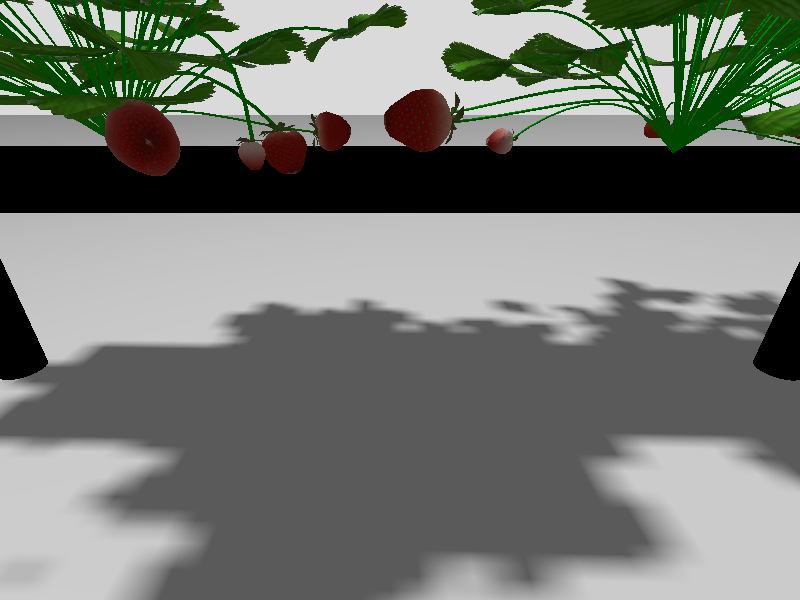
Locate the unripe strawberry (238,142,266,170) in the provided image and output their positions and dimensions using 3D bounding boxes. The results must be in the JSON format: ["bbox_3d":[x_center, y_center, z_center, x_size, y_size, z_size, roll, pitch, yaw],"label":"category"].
[{"bbox_3d":[-0.078,-0.076,0.212,0.015,0.015,0.014,21,33,36],"label":"unripe strawberry"}]

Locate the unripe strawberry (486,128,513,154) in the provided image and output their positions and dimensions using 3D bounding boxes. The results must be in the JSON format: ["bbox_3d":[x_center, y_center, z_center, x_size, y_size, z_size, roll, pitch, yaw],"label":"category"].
[{"bbox_3d":[0.076,-0.121,0.306,0.019,0.019,0.021,-6,27,-6],"label":"unripe strawberry"}]

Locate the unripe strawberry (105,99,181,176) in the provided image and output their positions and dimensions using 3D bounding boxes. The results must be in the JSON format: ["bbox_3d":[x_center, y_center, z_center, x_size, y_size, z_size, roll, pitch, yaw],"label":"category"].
[{"bbox_3d":[-0.133,-0.083,0.208,0.033,0.038,0.036,-18,32,-32],"label":"unripe strawberry"}]

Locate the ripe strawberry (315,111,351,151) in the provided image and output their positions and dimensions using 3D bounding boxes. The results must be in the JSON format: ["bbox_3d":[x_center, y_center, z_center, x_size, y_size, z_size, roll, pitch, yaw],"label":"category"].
[{"bbox_3d":[-0.055,-0.139,0.330,0.029,0.030,0.026,-1,26,-3],"label":"ripe strawberry"}]

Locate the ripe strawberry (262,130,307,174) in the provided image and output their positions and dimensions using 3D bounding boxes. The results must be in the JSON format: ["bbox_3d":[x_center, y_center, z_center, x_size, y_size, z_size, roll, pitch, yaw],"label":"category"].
[{"bbox_3d":[-0.064,-0.082,0.224,0.023,0.023,0.025,-9,15,40],"label":"ripe strawberry"}]

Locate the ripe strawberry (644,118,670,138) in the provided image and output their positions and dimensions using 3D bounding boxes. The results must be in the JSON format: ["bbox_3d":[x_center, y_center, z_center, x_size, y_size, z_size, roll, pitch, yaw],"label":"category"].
[{"bbox_3d":[0.287,-0.192,0.448,0.025,0.021,0.025,11,18,22],"label":"ripe strawberry"}]

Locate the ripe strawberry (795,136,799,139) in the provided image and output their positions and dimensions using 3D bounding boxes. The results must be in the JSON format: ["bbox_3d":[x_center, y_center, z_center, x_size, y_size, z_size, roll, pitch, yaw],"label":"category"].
[{"bbox_3d":[0.438,-0.188,0.414,0.050,0.043,0.050,-12,28,-24],"label":"ripe strawberry"}]

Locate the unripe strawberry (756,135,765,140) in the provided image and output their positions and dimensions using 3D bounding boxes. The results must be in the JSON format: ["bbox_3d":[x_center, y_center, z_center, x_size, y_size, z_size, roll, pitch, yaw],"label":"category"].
[{"bbox_3d":[0.348,-0.159,0.385,0.010,0.010,0.009,-13,29,-25],"label":"unripe strawberry"}]

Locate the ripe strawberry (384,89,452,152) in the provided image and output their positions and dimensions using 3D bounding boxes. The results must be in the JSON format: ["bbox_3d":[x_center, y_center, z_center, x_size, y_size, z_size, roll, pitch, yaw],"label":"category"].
[{"bbox_3d":[0.014,-0.140,0.313,0.052,0.045,0.052,-1,26,-1],"label":"ripe strawberry"}]
